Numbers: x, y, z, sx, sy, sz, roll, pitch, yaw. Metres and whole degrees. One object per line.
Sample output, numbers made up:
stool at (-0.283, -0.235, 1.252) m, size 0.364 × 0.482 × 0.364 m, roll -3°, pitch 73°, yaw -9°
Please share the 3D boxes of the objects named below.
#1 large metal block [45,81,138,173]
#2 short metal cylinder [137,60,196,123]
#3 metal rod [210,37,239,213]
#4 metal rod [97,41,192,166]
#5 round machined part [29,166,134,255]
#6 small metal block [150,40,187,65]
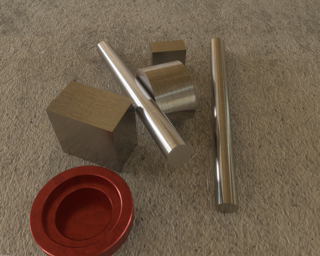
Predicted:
large metal block at (-0.076, 0.000, 0.367) m, size 0.080 × 0.080 × 0.050 m, roll 18°, pitch 53°, yaw 14°
short metal cylinder at (0.006, -0.043, 0.403) m, size 0.050 × 0.080 × 0.080 m, roll -16°, pitch 52°, yaw -15°
metal rod at (0.084, -0.028, 0.428) m, size 0.025 × 0.025 × 0.300 m, roll 4°, pitch 50°, yaw 3°
metal rod at (-0.037, -0.053, 0.400) m, size 0.025 × 0.025 × 0.300 m, roll -17°, pitch 38°, yaw -14°
round machined part at (-0.075, 0.090, 0.315) m, size 0.099 × 0.042 × 0.098 m, roll 0°, pitch 50°, yaw 0°
small metal block at (0.012, -0.105, 0.476) m, size 0.050 × 0.050 × 0.025 m, roll -7°, pitch 51°, yaw -6°
